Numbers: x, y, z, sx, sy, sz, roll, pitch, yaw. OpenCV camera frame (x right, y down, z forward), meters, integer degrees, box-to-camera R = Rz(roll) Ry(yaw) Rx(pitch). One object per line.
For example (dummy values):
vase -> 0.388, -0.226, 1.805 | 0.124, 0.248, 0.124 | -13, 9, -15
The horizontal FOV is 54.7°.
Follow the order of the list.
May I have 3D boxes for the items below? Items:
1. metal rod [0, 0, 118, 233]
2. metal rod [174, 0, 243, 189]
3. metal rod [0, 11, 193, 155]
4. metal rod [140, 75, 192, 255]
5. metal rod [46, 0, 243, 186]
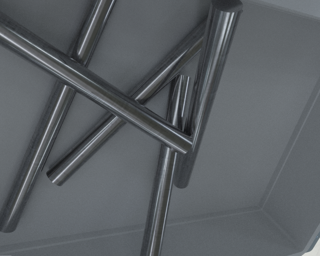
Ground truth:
metal rod -> -0.119, -0.007, 0.338 | 0.025, 0.025, 0.298 | 17, 109, -35
metal rod -> 0.043, -0.007, 0.361 | 0.025, 0.025, 0.298 | -18, 147, -18
metal rod -> -0.084, -0.051, 0.295 | 0.301, 0.025, 0.025 | 32, 100, -27
metal rod -> 0.001, 0.083, 0.381 | 0.025, 0.025, 0.298 | 11, 88, -33
metal rod -> -0.020, -0.042, 0.371 | 0.300, 0.025, 0.025 | -44, 129, 2
